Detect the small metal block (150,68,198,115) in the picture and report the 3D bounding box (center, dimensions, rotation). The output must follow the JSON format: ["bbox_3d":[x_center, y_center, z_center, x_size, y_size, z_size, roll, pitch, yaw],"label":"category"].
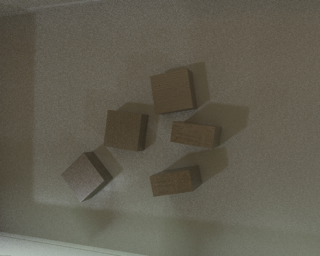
[{"bbox_3d":[0.018,-0.046,0.403,0.050,0.025,0.050,-9,87,19],"label":"small metal block"}]

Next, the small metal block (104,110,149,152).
[{"bbox_3d":[-0.046,0.003,0.426,0.050,0.025,0.050,8,93,19],"label":"small metal block"}]

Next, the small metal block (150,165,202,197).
[{"bbox_3d":[0.021,0.066,0.389,0.050,0.050,0.025,-12,86,19],"label":"small metal block"}]

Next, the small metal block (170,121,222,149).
[{"bbox_3d":[0.046,0.007,0.381,0.050,0.050,0.025,9,93,19],"label":"small metal block"}]

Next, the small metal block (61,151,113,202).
[{"bbox_3d":[-0.105,0.070,0.446,0.050,0.025,0.050,-43,77,14],"label":"small metal block"}]
